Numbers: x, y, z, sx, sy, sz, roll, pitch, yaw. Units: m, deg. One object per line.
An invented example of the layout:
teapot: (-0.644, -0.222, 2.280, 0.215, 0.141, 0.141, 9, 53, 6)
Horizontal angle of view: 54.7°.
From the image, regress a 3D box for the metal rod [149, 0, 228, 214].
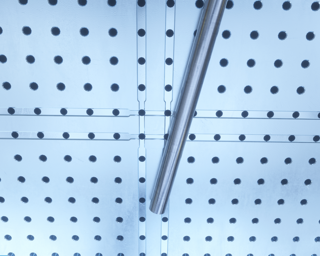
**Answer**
metal rod: (0.031, -0.016, 0.407, 0.025, 0.025, 0.298, 13, 110, -5)
